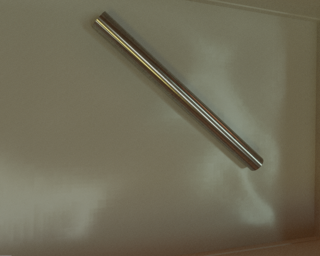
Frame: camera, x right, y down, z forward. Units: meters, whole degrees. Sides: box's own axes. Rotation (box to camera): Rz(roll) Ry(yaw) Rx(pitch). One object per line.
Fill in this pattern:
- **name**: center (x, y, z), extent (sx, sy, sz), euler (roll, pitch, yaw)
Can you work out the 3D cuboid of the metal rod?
- **metal rod**: center (0.034, -0.040, 0.422), extent (0.300, 0.025, 0.025), euler (41, 77, -16)
